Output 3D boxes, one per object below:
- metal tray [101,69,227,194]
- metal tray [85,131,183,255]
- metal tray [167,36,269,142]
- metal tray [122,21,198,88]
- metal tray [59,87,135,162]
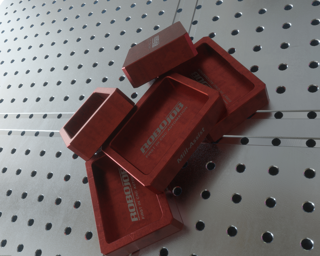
[{"bbox_3d":[0.003,0.000,0.364,0.090,0.030,0.130,32,79,37],"label":"metal tray"},{"bbox_3d":[-0.037,0.076,0.376,0.090,0.030,0.130,-29,52,9],"label":"metal tray"},{"bbox_3d":[0.064,-0.055,0.404,0.090,0.030,0.130,-37,51,3],"label":"metal tray"},{"bbox_3d":[-0.001,-0.106,0.431,0.090,0.030,0.130,-27,23,11],"label":"metal tray"},{"bbox_3d":[-0.090,-0.012,0.418,0.090,0.030,0.130,-51,22,-8],"label":"metal tray"}]
